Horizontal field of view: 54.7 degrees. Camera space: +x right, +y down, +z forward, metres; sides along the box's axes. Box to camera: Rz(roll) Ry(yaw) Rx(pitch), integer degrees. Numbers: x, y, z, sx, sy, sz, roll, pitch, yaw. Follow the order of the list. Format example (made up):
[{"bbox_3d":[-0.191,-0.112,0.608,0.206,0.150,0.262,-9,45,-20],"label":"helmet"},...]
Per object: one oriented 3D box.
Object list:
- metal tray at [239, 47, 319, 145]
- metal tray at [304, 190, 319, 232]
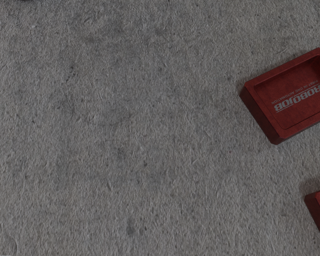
[{"bbox_3d":[0.188,-0.045,0.423,0.131,0.030,0.090,-26,72,-9],"label":"metal tray"},{"bbox_3d":[0.256,0.101,0.370,0.131,0.030,0.090,-18,71,-7],"label":"metal tray"}]
